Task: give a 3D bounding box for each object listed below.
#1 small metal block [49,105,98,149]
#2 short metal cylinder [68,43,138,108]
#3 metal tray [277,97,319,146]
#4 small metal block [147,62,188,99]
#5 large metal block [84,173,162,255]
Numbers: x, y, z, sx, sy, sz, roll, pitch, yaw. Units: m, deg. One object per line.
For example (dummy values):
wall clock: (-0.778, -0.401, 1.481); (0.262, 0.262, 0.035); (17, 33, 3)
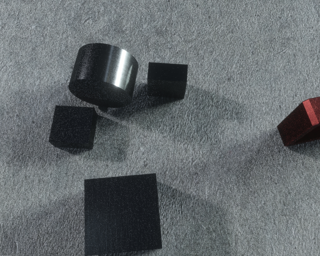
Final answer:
small metal block: (-0.113, -0.001, 0.407); (0.050, 0.025, 0.050); (3, 70, 1)
short metal cylinder: (-0.072, -0.065, 0.402); (0.080, 0.080, 0.050); (8, 70, 3)
metal tray: (0.224, -0.016, 0.380); (0.131, 0.090, 0.030); (-12, 71, -5)
small metal block: (0.010, -0.063, 0.418); (0.050, 0.050, 0.025); (4, 70, 1)
large metal block: (-0.041, 0.100, 0.358); (0.081, 0.050, 0.080); (-5, 70, -2)
